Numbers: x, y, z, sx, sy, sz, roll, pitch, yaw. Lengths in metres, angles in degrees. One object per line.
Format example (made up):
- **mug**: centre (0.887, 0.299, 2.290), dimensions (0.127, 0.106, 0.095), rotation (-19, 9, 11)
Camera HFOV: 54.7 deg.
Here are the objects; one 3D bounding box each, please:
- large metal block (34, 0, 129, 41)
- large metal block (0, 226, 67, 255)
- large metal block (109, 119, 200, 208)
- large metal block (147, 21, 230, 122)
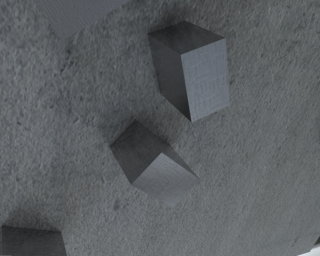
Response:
- **large metal block**: centre (-0.077, -0.136, 0.265), dimensions (0.080, 0.050, 0.080), rotation (-34, 129, -6)
- **large metal block**: centre (-0.180, 0.180, 0.404), dimensions (0.080, 0.050, 0.080), rotation (22, 106, -37)
- **large metal block**: centre (-0.008, 0.045, 0.396), dimensions (0.050, 0.080, 0.080), rotation (-48, 129, 5)
- **large metal block**: centre (0.032, -0.066, 0.350), dimensions (0.050, 0.080, 0.080), rotation (-24, 128, -14)
